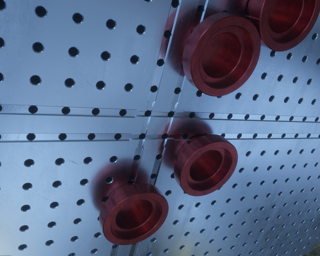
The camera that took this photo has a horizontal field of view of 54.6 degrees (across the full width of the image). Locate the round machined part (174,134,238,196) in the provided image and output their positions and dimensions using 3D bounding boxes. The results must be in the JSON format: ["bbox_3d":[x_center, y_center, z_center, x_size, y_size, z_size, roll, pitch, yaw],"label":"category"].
[{"bbox_3d":[0.064,0.051,0.466,0.099,0.042,0.097,-14,124,-21],"label":"round machined part"}]

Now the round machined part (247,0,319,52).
[{"bbox_3d":[0.149,-0.149,0.388,0.099,0.042,0.097,-14,124,-22],"label":"round machined part"}]

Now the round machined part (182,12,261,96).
[{"bbox_3d":[0.071,-0.092,0.381,0.099,0.042,0.097,-14,124,-21],"label":"round machined part"}]

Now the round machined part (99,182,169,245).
[{"bbox_3d":[-0.040,0.119,0.451,0.099,0.042,0.097,-14,124,-21],"label":"round machined part"}]
